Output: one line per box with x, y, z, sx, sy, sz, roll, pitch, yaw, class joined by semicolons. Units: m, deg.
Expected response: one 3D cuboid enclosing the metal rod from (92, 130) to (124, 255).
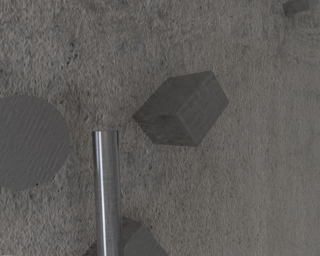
-0.047;0.151;0.300;0.025;0.025;0.298;-4;92;-40;metal rod

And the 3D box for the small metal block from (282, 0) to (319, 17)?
0.285;-0.251;0.626;0.050;0.050;0.025;-35;112;-34;small metal block

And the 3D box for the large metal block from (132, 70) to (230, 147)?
0.026;-0.024;0.391;0.080;0.080;0.050;-50;120;-28;large metal block

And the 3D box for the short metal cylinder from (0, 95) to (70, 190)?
-0.130;0.012;0.279;0.081;0.050;0.080;0;90;-40;short metal cylinder

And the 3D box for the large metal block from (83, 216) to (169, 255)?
-0.039;0.161;0.356;0.080;0.050;0.080;-48;119;-29;large metal block
